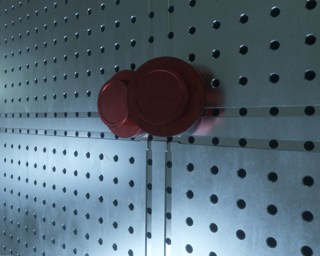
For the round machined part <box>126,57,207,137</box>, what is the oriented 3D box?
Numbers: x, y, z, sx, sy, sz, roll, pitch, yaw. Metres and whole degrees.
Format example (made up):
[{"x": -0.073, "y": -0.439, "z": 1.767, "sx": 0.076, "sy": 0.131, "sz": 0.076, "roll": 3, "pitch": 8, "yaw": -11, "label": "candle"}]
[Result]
[{"x": 0.004, "y": -0.038, "z": 0.373, "sx": 0.098, "sy": 0.042, "sz": 0.097, "roll": 0, "pitch": 89, "yaw": 16, "label": "round machined part"}]

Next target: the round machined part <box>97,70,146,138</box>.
[{"x": -0.052, "y": -0.034, "z": 0.442, "sx": 0.098, "sy": 0.042, "sz": 0.097, "roll": 0, "pitch": 90, "yaw": 40, "label": "round machined part"}]
